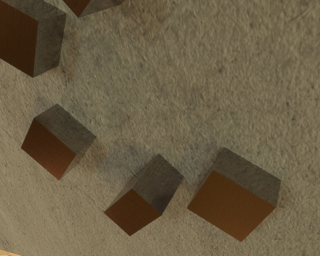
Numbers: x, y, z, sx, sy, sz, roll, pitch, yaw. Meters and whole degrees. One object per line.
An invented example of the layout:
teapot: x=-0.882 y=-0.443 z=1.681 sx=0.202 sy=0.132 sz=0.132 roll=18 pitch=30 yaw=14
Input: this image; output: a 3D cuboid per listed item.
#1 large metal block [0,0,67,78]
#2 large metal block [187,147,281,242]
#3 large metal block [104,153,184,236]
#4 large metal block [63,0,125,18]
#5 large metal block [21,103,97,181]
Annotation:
large metal block: x=-0.176 y=-0.126 z=0.404 sx=0.080 sy=0.050 sz=0.079 roll=30 pitch=128 yaw=8
large metal block: x=0.092 y=0.085 z=0.394 sx=0.080 sy=0.050 sz=0.079 roll=31 pitch=128 yaw=8
large metal block: x=-0.022 y=0.094 z=0.440 sx=0.050 sy=0.080 sz=0.080 roll=44 pitch=129 yaw=-2
large metal block: x=-0.072 y=-0.165 z=0.306 sx=0.080 sy=0.080 sz=0.050 roll=49 pitch=129 yaw=-6
large metal block: x=-0.160 y=0.023 z=0.487 sx=0.080 sy=0.050 sz=0.080 roll=41 pitch=129 yaw=-1
